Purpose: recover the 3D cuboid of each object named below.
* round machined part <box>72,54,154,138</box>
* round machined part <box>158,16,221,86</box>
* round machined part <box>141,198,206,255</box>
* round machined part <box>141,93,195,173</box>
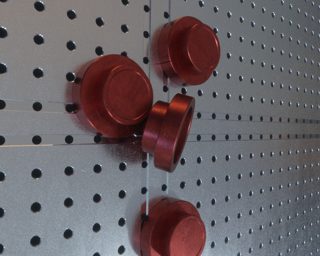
[{"bbox_3d":[-0.047,-0.037,0.361,0.099,0.042,0.097,0,90,-40],"label":"round machined part"},{"bbox_3d":[0.048,-0.110,0.441,0.099,0.042,0.097,0,90,-40],"label":"round machined part"},{"bbox_3d":[0.025,0.148,0.422,0.099,0.042,0.097,0,90,-40],"label":"round machined part"},{"bbox_3d":[0.009,0.003,0.387,0.098,0.042,0.097,16,91,-78],"label":"round machined part"}]
